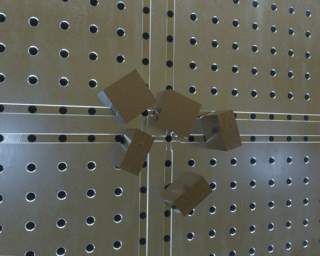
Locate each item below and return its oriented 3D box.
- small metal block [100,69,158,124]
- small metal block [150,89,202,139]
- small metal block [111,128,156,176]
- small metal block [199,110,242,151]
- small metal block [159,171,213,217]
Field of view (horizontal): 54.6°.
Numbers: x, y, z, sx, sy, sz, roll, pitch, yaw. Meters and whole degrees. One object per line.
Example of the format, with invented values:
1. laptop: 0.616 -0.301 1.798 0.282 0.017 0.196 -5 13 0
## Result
1. small metal block: -0.040 -0.040 0.398 0.050 0.025 0.050 -37 102 -16
2. small metal block: 0.022 -0.019 0.420 0.050 0.025 0.050 25 82 -18
3. small metal block: -0.035 0.029 0.386 0.025 0.050 0.050 27 81 -18
4. small metal block: 0.083 0.003 0.430 0.025 0.050 0.050 -18 96 -19
5. small metal block: 0.034 0.086 0.412 0.050 0.050 0.025 -38 102 -16
